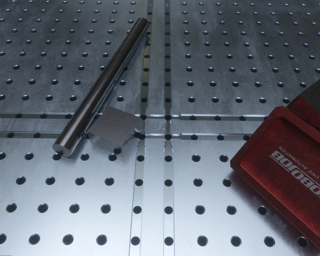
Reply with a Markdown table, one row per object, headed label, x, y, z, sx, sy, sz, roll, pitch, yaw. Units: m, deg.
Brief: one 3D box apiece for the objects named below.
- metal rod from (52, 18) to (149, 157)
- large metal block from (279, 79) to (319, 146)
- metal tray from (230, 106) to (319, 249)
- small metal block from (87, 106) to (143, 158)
| label | x | y | z | sx | sy | sz | roll | pitch | yaw |
| --- | --- | --- | --- | --- | --- | --- | --- | --- | --- |
| metal rod | -0.076 | -0.081 | 0.474 | 0.025 | 0.025 | 0.300 | 14 | 51 | 11 |
| large metal block | 0.191 | -0.020 | 0.384 | 0.081 | 0.080 | 0.050 | -32 | 75 | -25 |
| metal tray | 0.152 | 0.049 | 0.330 | 0.130 | 0.030 | 0.090 | 45 | 106 | 30 |
| small metal block | -0.057 | 0.004 | 0.404 | 0.050 | 0.025 | 0.050 | 22 | 53 | 17 |
